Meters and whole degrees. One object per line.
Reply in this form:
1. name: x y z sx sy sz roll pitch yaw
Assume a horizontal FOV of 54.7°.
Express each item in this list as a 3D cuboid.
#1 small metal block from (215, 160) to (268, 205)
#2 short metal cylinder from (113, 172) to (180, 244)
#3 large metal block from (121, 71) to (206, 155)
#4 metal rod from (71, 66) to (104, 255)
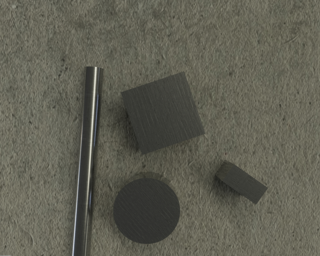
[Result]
1. small metal block: 0.103 0.068 0.399 0.050 0.050 0.025 35 90 -1
2. short metal cylinder: -0.016 0.100 0.397 0.081 0.050 0.079 0 90 -1
3. large metal block: 0.004 -0.018 0.398 0.080 0.050 0.080 -19 90 -1
4. metal rod: -0.098 0.070 0.408 0.025 0.025 0.298 4 90 -1
